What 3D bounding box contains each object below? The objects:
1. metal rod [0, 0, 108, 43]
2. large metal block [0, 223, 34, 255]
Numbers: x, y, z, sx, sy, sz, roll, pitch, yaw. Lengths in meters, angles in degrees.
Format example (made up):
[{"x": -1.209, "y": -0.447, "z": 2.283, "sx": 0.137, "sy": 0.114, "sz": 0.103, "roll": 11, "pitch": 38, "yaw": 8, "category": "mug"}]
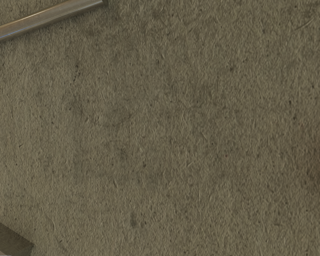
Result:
[{"x": -0.219, "y": -0.158, "z": 0.484, "sx": 0.301, "sy": 0.025, "sz": 0.025, "roll": -11, "pitch": 86, "yaw": 19, "category": "metal rod"}, {"x": -0.257, "y": 0.206, "z": 0.484, "sx": 0.080, "sy": 0.050, "sz": 0.080, "roll": 23, "pitch": 97, "yaw": 18, "category": "large metal block"}]
